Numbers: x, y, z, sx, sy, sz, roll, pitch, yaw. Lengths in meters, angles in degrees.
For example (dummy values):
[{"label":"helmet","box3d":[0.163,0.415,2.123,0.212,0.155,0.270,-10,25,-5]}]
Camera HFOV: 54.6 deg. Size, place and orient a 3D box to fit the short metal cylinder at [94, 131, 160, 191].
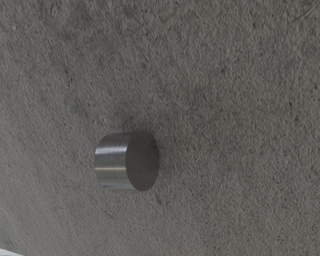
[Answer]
[{"label":"short metal cylinder","box3d":[-0.043,0.045,0.422,0.050,0.080,0.080,-5,116,31]}]
